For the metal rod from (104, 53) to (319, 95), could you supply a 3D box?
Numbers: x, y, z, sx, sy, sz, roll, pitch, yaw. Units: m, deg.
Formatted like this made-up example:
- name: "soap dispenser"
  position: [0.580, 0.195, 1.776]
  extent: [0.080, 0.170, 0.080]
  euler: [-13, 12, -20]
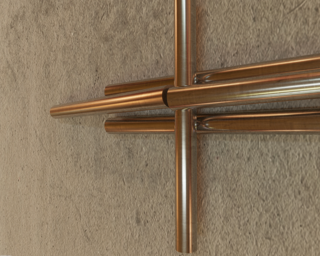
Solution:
- name: "metal rod"
  position: [0.043, -0.055, 0.369]
  extent: [0.300, 0.025, 0.025]
  euler: [-1, 90, 39]

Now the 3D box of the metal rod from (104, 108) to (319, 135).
- name: "metal rod"
  position: [0.043, -0.005, 0.369]
  extent: [0.300, 0.025, 0.025]
  euler: [-1, 90, 39]

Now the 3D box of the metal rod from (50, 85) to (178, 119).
- name: "metal rod"
  position: [-0.087, -0.031, 0.443]
  extent: [0.300, 0.025, 0.025]
  euler: [-2, 89, 49]

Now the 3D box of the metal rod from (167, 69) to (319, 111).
- name: "metal rod"
  position: [0.144, -0.038, 0.254]
  extent: [0.300, 0.025, 0.025]
  euler: [-3, 88, 29]

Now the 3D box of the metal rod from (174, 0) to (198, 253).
- name: "metal rod"
  position: [0.029, -0.013, 0.348]
  extent: [0.025, 0.025, 0.298]
  euler: [-1, 90, 39]
